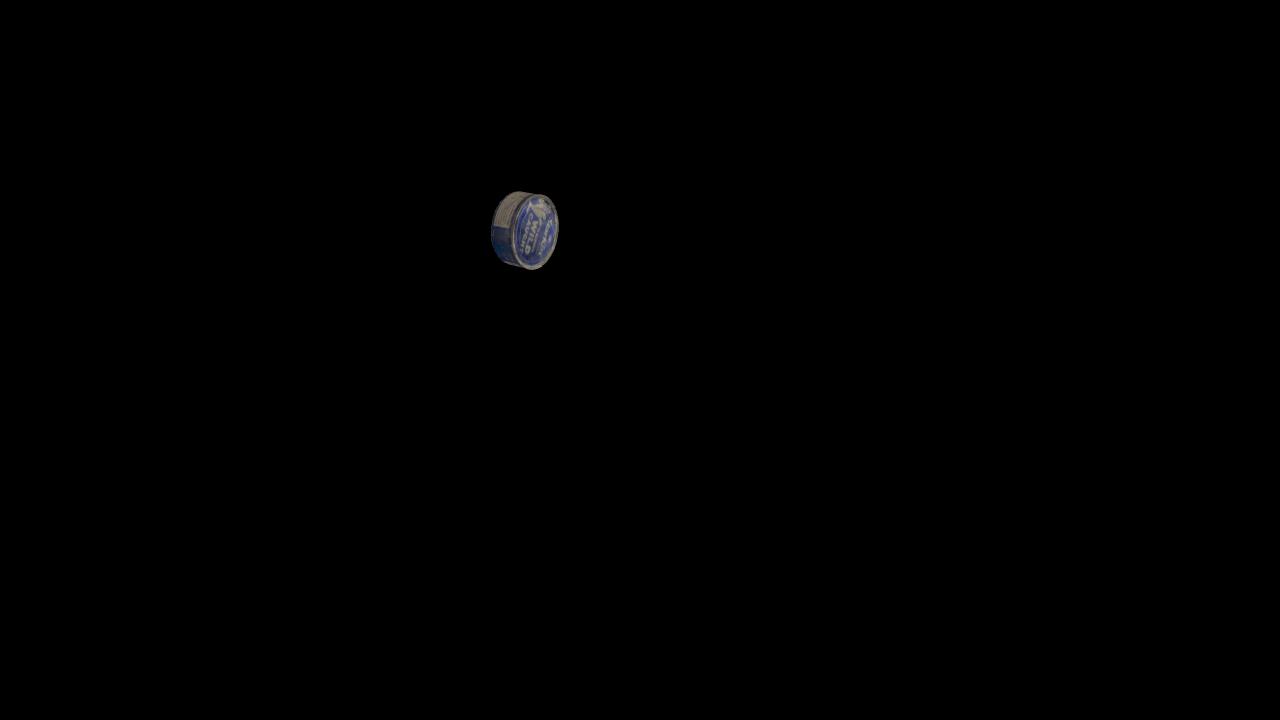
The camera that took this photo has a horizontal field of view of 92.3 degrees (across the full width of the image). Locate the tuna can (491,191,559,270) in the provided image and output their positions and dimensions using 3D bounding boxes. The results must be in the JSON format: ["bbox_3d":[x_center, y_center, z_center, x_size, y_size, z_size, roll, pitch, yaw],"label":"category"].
[{"bbox_3d":[-0.129,-0.145,0.691,0.034,0.084,0.084,16,7,24],"label":"tuna can"}]
